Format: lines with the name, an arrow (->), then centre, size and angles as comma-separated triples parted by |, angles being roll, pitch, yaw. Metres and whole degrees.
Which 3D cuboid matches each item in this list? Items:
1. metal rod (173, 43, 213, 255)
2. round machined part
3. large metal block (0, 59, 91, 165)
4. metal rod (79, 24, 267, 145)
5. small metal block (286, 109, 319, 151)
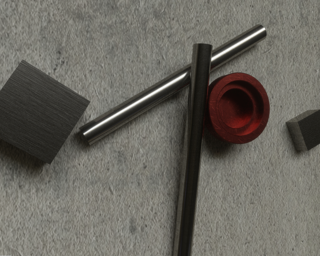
metal rod -> 0.042, 0.042, 0.410 | 0.025, 0.025, 0.298 | 3, 95, -20
round machined part -> 0.102, -0.027, 0.439 | 0.099, 0.042, 0.097 | 0, 90, -21
large metal block -> -0.137, -0.016, 0.345 | 0.080, 0.050, 0.080 | 33, 79, -17
metal rod -> 0.029, -0.067, 0.420 | 0.302, 0.025, 0.025 | -33, 101, -17
small metal block -> 0.239, 0.003, 0.499 | 0.050, 0.025, 0.050 | -25, 99, -19
